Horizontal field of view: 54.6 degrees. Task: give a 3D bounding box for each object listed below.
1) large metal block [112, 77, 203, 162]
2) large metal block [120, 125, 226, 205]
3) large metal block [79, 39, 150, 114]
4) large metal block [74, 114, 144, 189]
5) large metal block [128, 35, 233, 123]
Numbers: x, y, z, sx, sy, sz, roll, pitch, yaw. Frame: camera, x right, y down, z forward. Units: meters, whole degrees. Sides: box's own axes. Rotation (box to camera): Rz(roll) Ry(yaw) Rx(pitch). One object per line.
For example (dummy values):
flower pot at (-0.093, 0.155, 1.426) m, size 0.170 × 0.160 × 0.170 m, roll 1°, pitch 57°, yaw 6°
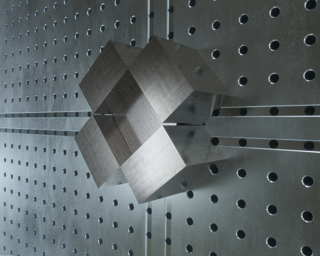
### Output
large metal block at (-0.006, -0.011, 0.398) m, size 0.080 × 0.050 × 0.080 m, roll -47°, pitch 61°, yaw 32°
large metal block at (0.016, 0.041, 0.363) m, size 0.080 × 0.081 × 0.050 m, roll -45°, pitch 63°, yaw 31°
large metal block at (-0.046, -0.063, 0.413) m, size 0.080 × 0.081 × 0.050 m, roll -46°, pitch 63°, yaw 30°
large metal block at (-0.056, 0.029, 0.420) m, size 0.050 × 0.081 × 0.080 m, roll -46°, pitch 63°, yaw 30°
large metal block at (0.024, -0.052, 0.355) m, size 0.050 × 0.081 × 0.080 m, roll -46°, pitch 63°, yaw 30°
